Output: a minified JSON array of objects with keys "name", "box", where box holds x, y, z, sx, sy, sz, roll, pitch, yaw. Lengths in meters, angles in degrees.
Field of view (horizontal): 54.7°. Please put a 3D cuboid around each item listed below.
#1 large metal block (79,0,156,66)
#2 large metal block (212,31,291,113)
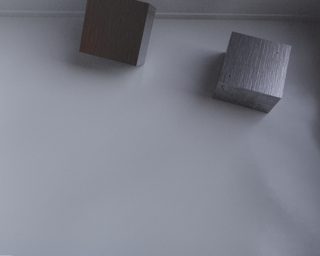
[{"name":"large metal block","box":[-0.057,-0.135,0.426,0.080,0.050,0.079,15,106,5]},{"name":"large metal block","box":[0.124,-0.076,0.425,0.080,0.050,0.080,16,71,5]}]
